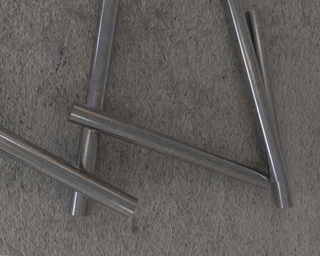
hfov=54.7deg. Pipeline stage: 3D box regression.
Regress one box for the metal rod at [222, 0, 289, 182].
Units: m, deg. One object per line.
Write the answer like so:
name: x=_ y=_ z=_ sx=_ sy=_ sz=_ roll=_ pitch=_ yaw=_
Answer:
metal rod: x=0.135 y=-0.068 z=0.448 sx=0.025 sy=0.025 sz=0.298 roll=-16 pitch=92 yaw=-19

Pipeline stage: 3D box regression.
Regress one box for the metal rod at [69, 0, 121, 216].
metal rod: x=-0.077 y=-0.045 z=0.380 sx=0.025 sy=0.025 sz=0.298 roll=9 pitch=87 yaw=-20

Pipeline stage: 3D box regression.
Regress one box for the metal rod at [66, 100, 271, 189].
metal rod: x=0.029 y=0.030 z=0.404 sx=0.302 sy=0.025 sz=0.025 roll=21 pitch=83 yaw=-25

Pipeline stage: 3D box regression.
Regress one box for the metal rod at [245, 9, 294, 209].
metal rod: x=0.166 y=-0.026 z=0.469 sx=0.025 sy=0.025 sz=0.298 roll=-12 pitch=94 yaw=-20

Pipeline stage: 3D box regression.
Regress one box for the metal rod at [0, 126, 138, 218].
metal rod: x=-0.159 y=0.019 z=0.333 sx=0.301 sy=0.025 sz=0.025 roll=31 pitch=80 yaw=-11
